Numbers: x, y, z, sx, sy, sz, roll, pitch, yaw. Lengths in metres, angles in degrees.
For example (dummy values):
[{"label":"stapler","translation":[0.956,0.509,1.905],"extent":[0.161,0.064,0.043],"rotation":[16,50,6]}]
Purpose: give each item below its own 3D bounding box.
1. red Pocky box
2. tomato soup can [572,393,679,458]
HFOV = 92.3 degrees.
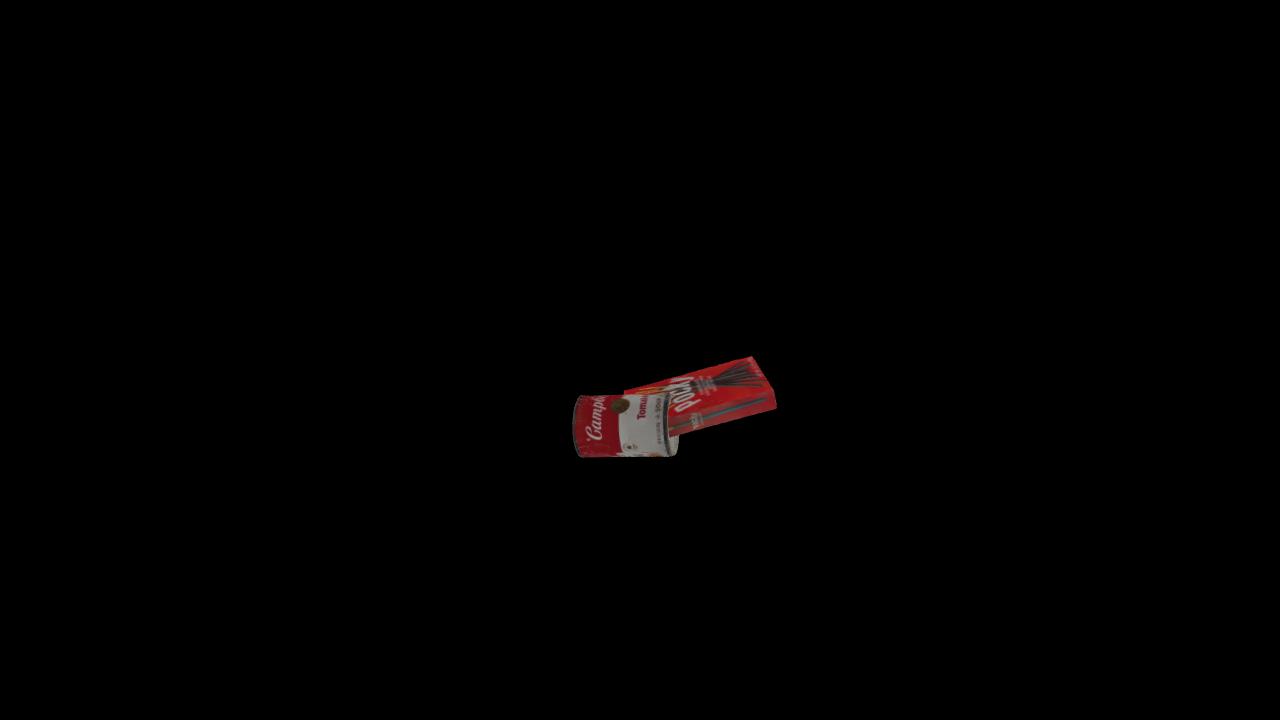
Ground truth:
[{"label":"red Pocky box","translation":[0.061,0.042,0.662],"extent":[0.155,0.028,0.083],"rotation":[-15,27,0]},{"label":"tomato soup can","translation":[-0.013,0.070,0.651],"extent":[0.101,0.068,0.068],"rotation":[-2,0,13]}]
